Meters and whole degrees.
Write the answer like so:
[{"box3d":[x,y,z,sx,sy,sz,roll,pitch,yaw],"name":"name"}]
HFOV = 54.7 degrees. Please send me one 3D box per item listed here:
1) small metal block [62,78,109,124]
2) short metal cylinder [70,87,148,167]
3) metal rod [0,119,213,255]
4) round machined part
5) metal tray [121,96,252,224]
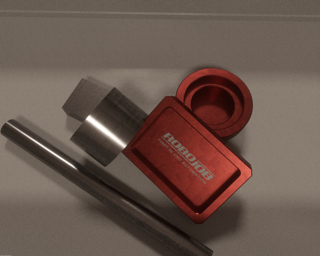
[{"box3d":[-0.095,-0.032,0.420,0.050,0.025,0.050,26,72,9],"name":"small metal block"},{"box3d":[-0.059,-0.001,0.363,0.050,0.080,0.080,40,73,-9],"name":"short metal cylinder"},{"box3d":[-0.072,0.075,0.381,0.301,0.025,0.025,31,73,10],"name":"metal rod"},{"box3d":[0.068,-0.026,0.411,0.099,0.042,0.098,0,70,-1],"name":"round machined part"},{"box3d":[0.030,0.036,0.366,0.130,0.030,0.090,43,102,7],"name":"metal tray"}]
